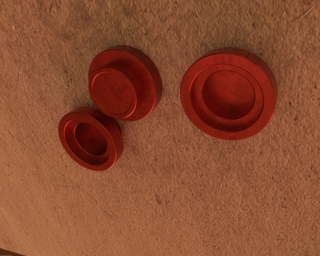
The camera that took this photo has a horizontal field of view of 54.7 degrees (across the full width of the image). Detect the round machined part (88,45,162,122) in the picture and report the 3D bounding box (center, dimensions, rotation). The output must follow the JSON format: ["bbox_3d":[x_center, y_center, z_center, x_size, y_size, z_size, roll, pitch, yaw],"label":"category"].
[{"bbox_3d":[-0.050,-0.051,0.391,0.098,0.042,0.097,13,124,21],"label":"round machined part"}]

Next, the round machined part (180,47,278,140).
[{"bbox_3d":[0.075,-0.039,0.332,0.098,0.042,0.097,13,124,21],"label":"round machined part"}]

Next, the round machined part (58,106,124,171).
[{"bbox_3d":[-0.095,0.012,0.454,0.098,0.042,0.097,13,124,21],"label":"round machined part"}]
